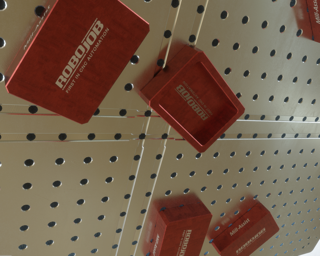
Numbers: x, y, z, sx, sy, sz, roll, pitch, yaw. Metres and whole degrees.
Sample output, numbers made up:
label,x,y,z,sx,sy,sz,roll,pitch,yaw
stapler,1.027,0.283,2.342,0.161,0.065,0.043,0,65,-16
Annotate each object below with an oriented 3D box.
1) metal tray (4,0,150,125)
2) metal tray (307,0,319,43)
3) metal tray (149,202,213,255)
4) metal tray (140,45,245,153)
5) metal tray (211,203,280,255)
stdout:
label,x,y,z,sx,sy,sz,roll,pitch,yaw
metal tray,-0.083,-0.077,0.315,0.090,0.030,0.130,28,103,-38
metal tray,0.248,-0.190,0.424,0.090,0.030,0.130,-39,129,-2
metal tray,0.034,0.197,0.547,0.091,0.030,0.129,-3,120,-27
metal tray,0.048,-0.033,0.412,0.090,0.030,0.130,-45,129,3
metal tray,0.179,0.224,0.643,0.130,0.030,0.090,-39,129,-2
